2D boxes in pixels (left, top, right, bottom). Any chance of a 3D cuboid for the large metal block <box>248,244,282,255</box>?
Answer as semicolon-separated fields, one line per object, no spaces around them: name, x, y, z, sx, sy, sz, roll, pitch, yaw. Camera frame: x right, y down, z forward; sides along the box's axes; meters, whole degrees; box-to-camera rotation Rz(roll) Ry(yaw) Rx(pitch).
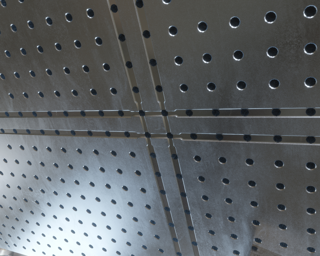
large metal block;0.160;0.229;0.452;0.080;0.050;0.079;19;126;16
